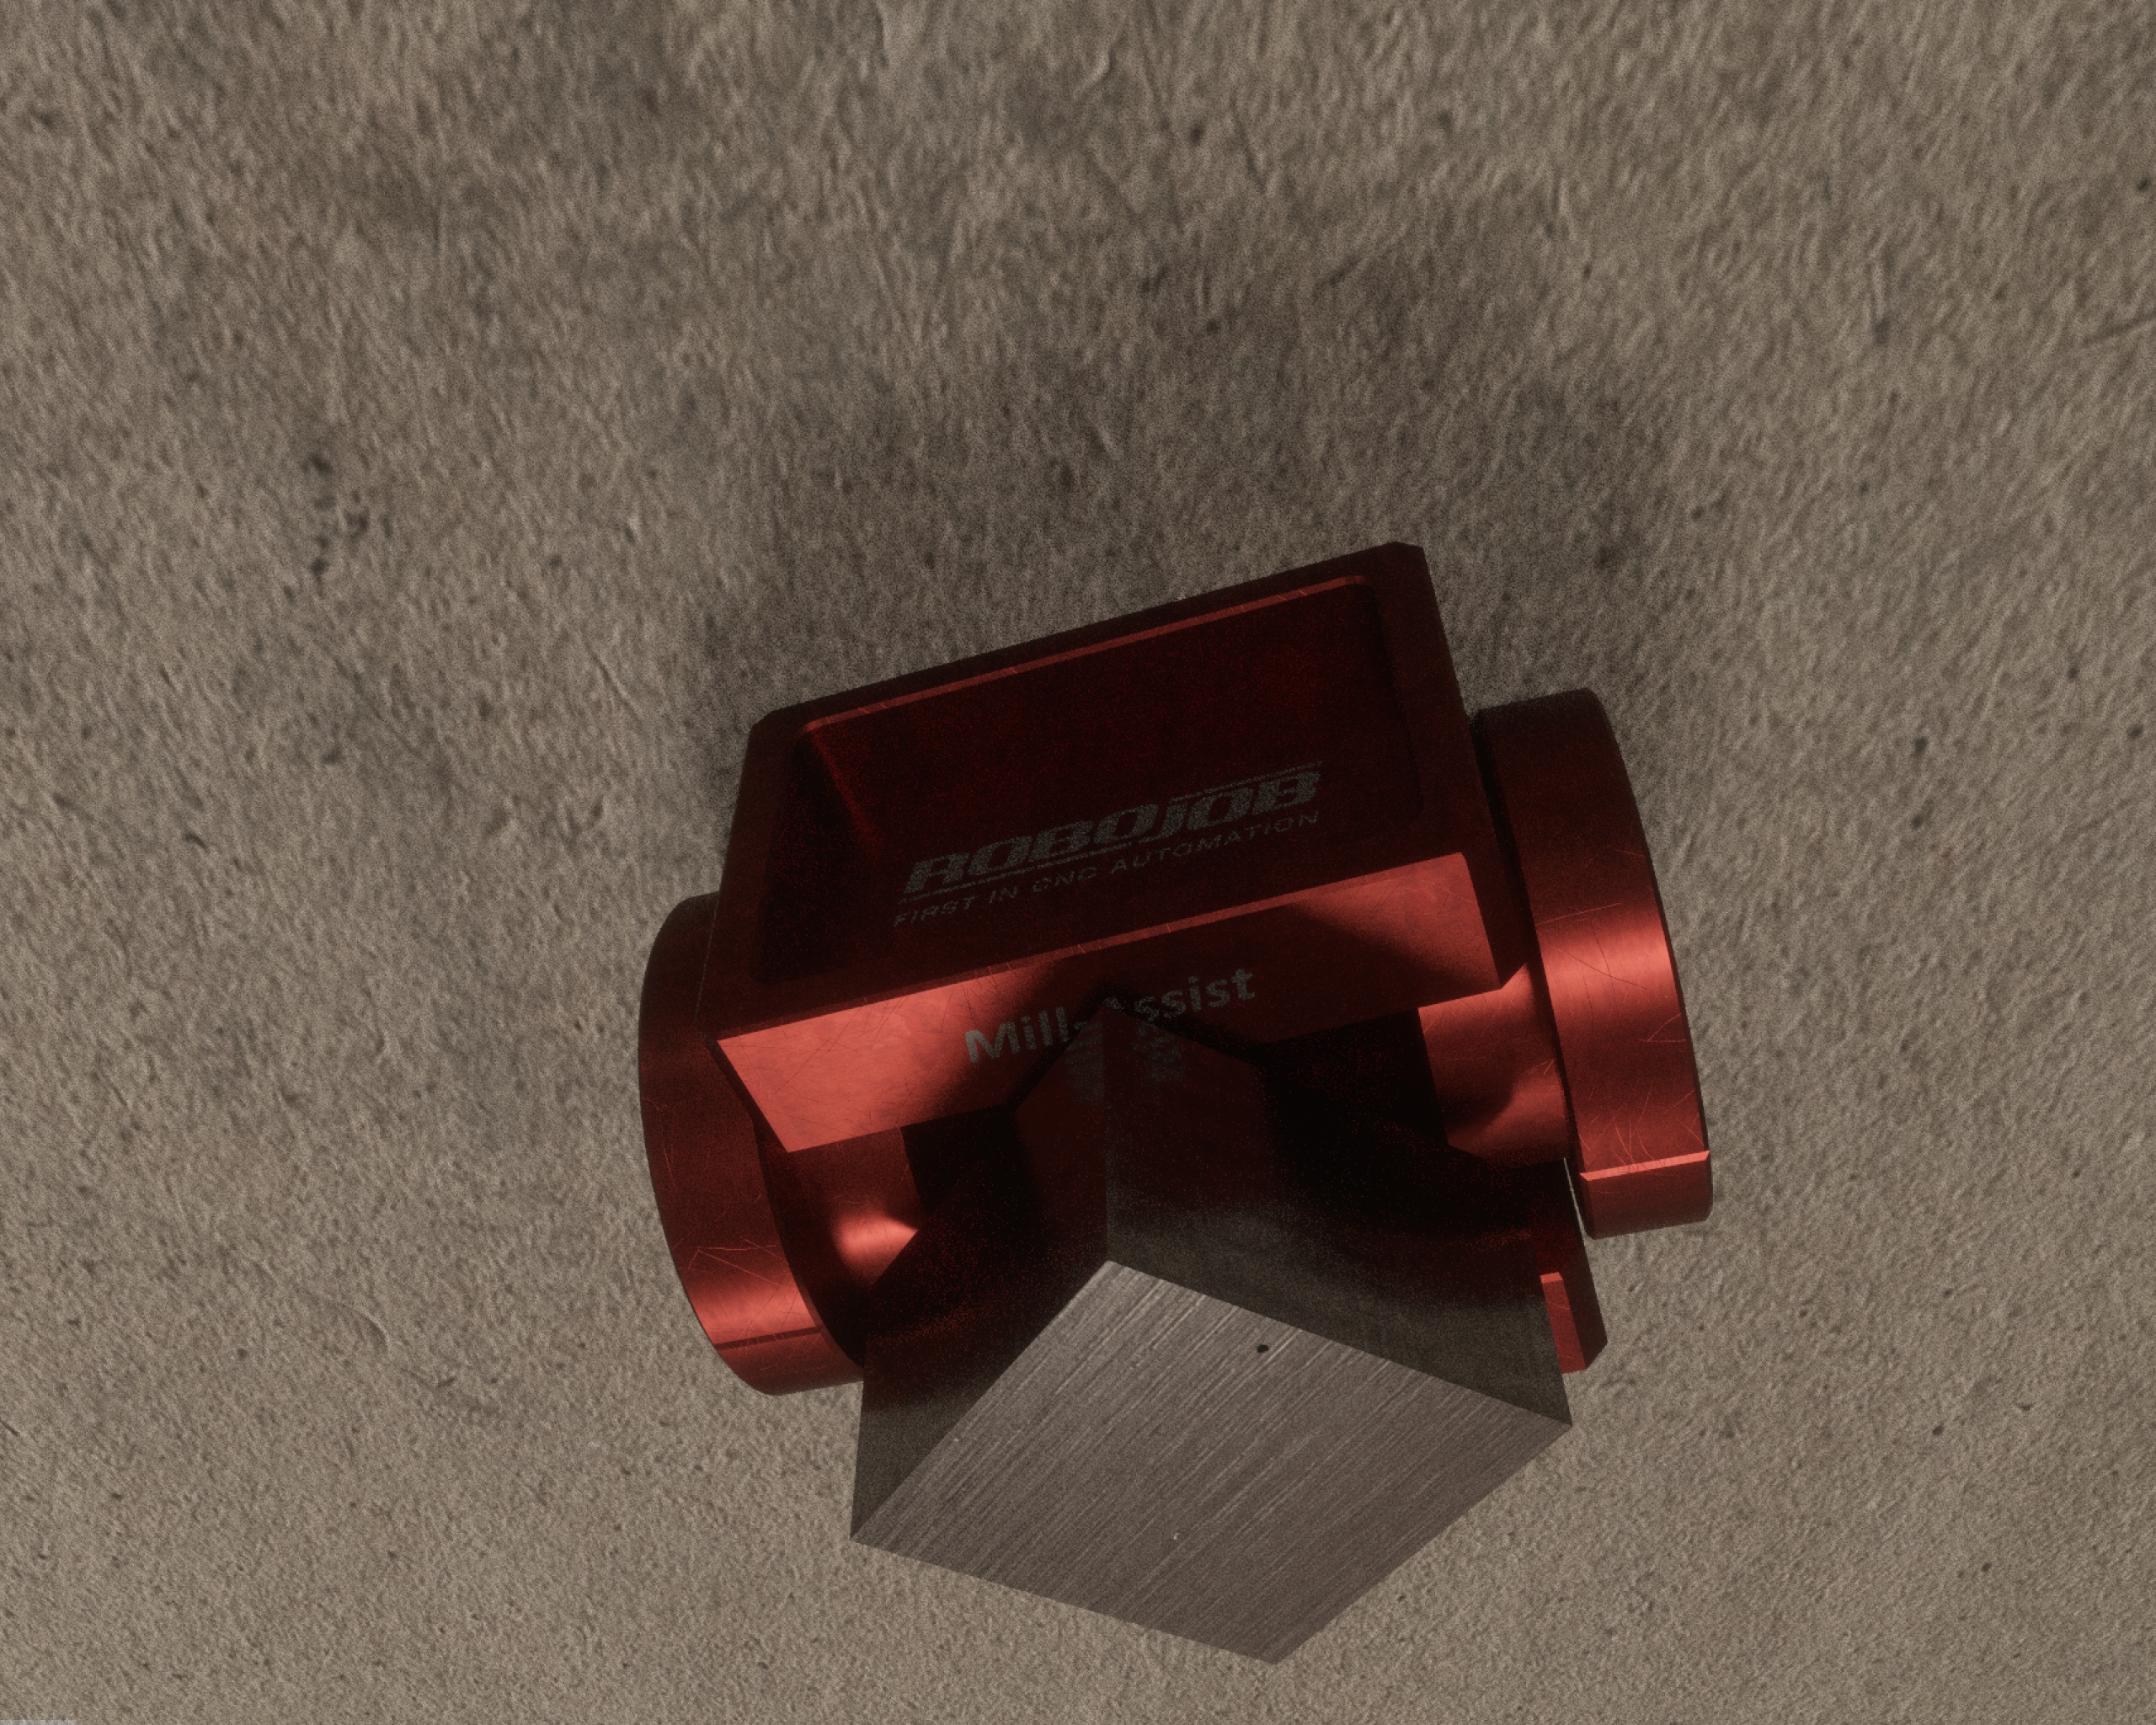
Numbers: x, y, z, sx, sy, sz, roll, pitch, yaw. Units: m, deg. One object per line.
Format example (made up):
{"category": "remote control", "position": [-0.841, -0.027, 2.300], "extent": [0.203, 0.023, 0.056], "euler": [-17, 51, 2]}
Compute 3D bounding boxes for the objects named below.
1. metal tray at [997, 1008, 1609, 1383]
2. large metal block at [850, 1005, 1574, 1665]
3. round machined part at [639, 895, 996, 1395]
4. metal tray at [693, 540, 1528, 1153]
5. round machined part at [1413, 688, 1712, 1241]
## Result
{"category": "metal tray", "position": [0.032, 0.069, 0.423], "extent": [0.130, 0.090, 0.030], "euler": [-13, 129, 10]}
{"category": "large metal block", "position": [0.019, 0.079, 0.339], "extent": [0.080, 0.050, 0.080], "euler": [23, 126, -19]}
{"category": "round machined part", "position": [-0.045, 0.050, 0.402], "extent": [0.042, 0.098, 0.098], "euler": [-12, 129, 10]}
{"category": "metal tray", "position": [0.004, -0.005, 0.363], "extent": [0.130, 0.090, 0.030], "euler": [-14, 129, 11]}
{"category": "round machined part", "position": [0.082, 0.020, 0.379], "extent": [0.042, 0.098, 0.098], "euler": [-12, 129, 10]}
